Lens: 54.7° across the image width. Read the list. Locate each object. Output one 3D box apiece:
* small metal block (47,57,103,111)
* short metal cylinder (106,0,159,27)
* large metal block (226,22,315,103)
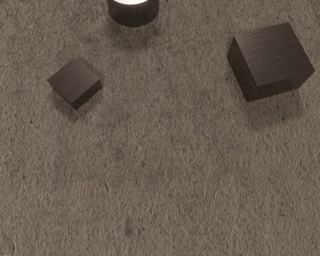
[{"bbox_3d":[-0.117,-0.061,0.429,0.050,0.025,0.050,42,75,13],"label":"small metal block"},{"bbox_3d":[-0.041,-0.201,0.468,0.081,0.050,0.080,0,70,0],"label":"short metal cylinder"},{"bbox_3d":[0.149,-0.090,0.430,0.081,0.050,0.080,-16,71,-6],"label":"large metal block"}]
